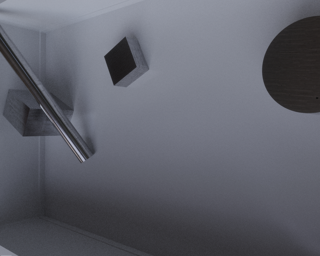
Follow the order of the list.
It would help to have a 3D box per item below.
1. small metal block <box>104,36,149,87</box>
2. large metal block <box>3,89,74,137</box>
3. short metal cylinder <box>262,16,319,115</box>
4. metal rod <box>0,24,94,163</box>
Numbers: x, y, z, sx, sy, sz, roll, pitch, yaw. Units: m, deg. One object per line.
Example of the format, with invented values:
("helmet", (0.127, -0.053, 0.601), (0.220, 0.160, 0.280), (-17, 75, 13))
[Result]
("small metal block", (-0.049, -0.094, 0.445), (0.050, 0.025, 0.050), (-31, 71, 35))
("large metal block", (-0.214, -0.027, 0.544), (0.080, 0.081, 0.050), (33, 111, 34))
("short metal cylinder", (0.140, -0.052, 0.275), (0.080, 0.050, 0.079), (0, 90, 39))
("metal rod", (-0.203, -0.072, 0.491), (0.025, 0.025, 0.299), (-31, 96, 35))
